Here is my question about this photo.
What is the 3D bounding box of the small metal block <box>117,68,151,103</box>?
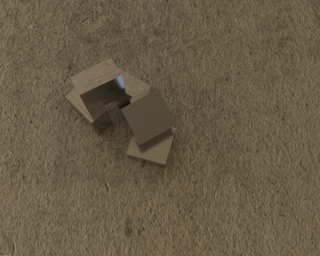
[{"bbox_3d":[-0.039,-0.047,0.413,0.050,0.050,0.025,31,73,10],"label":"small metal block"}]

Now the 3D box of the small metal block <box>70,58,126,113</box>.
[{"bbox_3d":[-0.070,-0.048,0.360,0.050,0.050,0.025,-28,73,-10],"label":"small metal block"}]

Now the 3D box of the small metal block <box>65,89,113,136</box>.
[{"bbox_3d":[-0.091,-0.022,0.403,0.025,0.050,0.050,-43,76,-14],"label":"small metal block"}]

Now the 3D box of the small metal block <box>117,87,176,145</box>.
[{"bbox_3d":[-0.017,-0.015,0.375,0.050,0.025,0.050,-30,110,-11],"label":"small metal block"}]

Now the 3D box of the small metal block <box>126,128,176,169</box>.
[{"bbox_3d":[-0.011,0.020,0.402,0.050,0.025,0.050,15,71,5],"label":"small metal block"}]
